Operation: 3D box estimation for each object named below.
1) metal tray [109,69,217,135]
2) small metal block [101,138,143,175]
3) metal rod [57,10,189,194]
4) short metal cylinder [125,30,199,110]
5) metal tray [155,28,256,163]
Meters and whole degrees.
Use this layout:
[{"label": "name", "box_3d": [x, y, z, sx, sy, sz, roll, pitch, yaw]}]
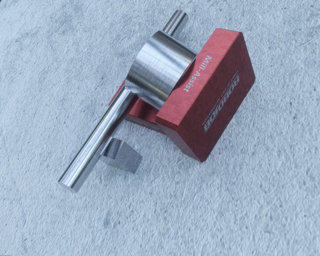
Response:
[{"label": "metal tray", "box_3d": [0.003, -0.042, 0.425, 0.130, 0.030, 0.090, 20, 72, 35]}, {"label": "small metal block", "box_3d": [-0.058, 0.033, 0.398, 0.050, 0.050, 0.025, 14, 69, 33]}, {"label": "metal rod", "box_3d": [-0.034, -0.052, 0.404, 0.025, 0.025, 0.300, 11, 58, 32]}, {"label": "short metal cylinder", "box_3d": [0.003, -0.065, 0.360, 0.050, 0.080, 0.080, 33, 78, 4]}, {"label": "metal tray", "box_3d": [0.058, -0.035, 0.354, 0.030, 0.090, 0.130, 25, 75, 36]}]
